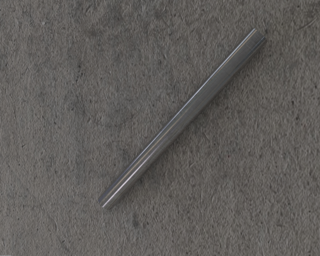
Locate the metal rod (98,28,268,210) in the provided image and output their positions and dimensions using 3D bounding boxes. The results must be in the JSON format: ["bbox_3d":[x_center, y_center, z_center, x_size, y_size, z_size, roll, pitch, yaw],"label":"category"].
[{"bbox_3d":[0.021,-0.002,0.401,0.025,0.025,0.299,45,104,14],"label":"metal rod"}]
